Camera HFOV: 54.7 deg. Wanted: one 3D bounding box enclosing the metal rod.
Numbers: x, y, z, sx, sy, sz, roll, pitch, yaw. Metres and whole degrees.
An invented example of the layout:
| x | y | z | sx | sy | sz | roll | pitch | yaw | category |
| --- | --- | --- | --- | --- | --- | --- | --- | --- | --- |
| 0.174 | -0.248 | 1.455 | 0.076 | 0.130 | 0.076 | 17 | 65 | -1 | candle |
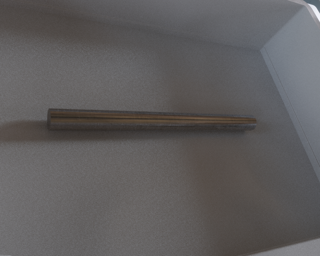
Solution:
| x | y | z | sx | sy | sz | roll | pitch | yaw | category |
| --- | --- | --- | --- | --- | --- | --- | --- | --- | --- |
| 0.010 | -0.009 | 0.415 | 0.303 | 0.025 | 0.025 | 0 | 62 | -28 | metal rod |
